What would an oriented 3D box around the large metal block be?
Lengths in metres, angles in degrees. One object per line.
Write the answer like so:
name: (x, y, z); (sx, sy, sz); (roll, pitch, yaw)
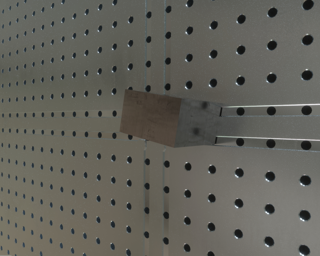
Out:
large metal block: (0.013, -0.012, 0.361); (0.080, 0.081, 0.050); (14, 99, 39)
